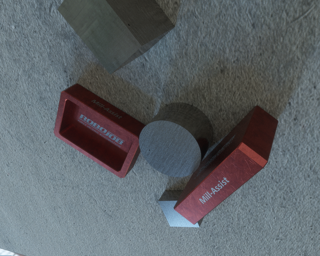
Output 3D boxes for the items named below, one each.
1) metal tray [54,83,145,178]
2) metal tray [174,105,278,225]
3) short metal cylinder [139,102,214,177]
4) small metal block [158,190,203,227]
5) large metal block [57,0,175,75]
[{"bbox_3d":[-0.089,0.005,0.453,0.130,0.030,0.089,32,129,7],"label":"metal tray"},{"bbox_3d":[0.073,0.043,0.352,0.030,0.090,0.129,38,129,3],"label":"metal tray"},{"bbox_3d":[0.021,0.014,0.389,0.080,0.050,0.079,13,124,21],"label":"short metal cylinder"},{"bbox_3d":[0.033,0.120,0.464,0.050,0.025,0.050,-10,114,32],"label":"small metal block"},{"bbox_3d":[-0.042,-0.114,0.323,0.050,0.080,0.080,-32,101,38],"label":"large metal block"}]
